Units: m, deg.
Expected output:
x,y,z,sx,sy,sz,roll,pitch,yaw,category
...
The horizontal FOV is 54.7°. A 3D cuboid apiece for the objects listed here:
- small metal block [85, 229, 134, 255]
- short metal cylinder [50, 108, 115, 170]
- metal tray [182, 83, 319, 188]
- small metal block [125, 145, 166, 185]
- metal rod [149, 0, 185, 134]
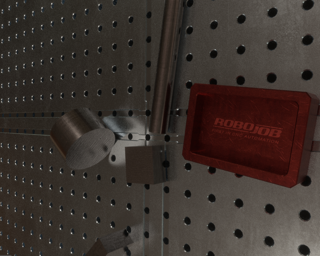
x,y,z,sx,sy,sz,roll,pitch,yaw,category
-0.075,0.178,0.452,0.025,0.050,0.050,51,119,28,small metal block
-0.116,0.016,0.466,0.050,0.081,0.080,46,117,30,short metal cylinder
0.089,0.002,0.331,0.130,0.030,0.089,12,97,39,metal tray
-0.020,0.049,0.424,0.050,0.025,0.050,-5,87,39,small metal block
0.016,-0.141,0.393,0.025,0.025,0.298,12,98,39,metal rod
